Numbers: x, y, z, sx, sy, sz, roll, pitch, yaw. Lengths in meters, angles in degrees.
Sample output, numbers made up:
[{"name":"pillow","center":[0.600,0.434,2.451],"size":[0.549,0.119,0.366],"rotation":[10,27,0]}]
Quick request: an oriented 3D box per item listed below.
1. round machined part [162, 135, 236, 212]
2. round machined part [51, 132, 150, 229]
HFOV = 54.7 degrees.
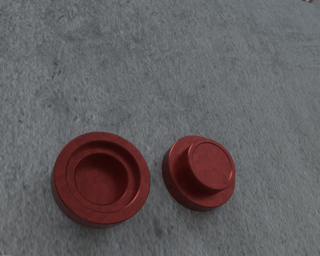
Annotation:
[{"name":"round machined part","center":[0.056,0.052,0.393],"size":[0.099,0.042,0.098],"rotation":[14,56,-21]},{"name":"round machined part","center":[-0.063,0.056,0.325],"size":[0.099,0.042,0.098],"rotation":[14,56,-21]}]
